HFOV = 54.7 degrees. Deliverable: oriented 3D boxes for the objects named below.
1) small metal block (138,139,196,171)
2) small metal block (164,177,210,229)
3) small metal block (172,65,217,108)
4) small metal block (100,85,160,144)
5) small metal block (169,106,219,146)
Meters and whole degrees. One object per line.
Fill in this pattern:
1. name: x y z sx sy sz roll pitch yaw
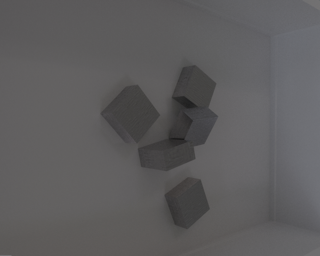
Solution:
1. small metal block: 0.008 0.033 0.397 0.050 0.050 0.025 -17 101 -39
2. small metal block: 0.040 0.105 0.440 0.050 0.025 0.050 -30 109 -36
3. small metal block: 0.050 -0.055 0.448 0.050 0.025 0.050 32 70 -35
4. small metal block: -0.035 -0.017 0.377 0.050 0.025 0.050 -52 120 -27
5. small metal block: 0.046 -0.001 0.429 0.050 0.025 0.050 -10 133 -40
